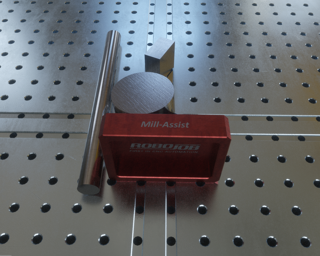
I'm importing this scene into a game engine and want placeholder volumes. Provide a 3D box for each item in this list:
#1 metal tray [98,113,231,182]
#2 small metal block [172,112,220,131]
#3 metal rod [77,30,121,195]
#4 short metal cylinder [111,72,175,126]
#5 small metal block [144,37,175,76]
[{"bbox_3d":[0.005,0.025,0.344,0.131,0.090,0.030,1,51,1],"label":"metal tray"},{"bbox_3d":[0.041,0.001,0.380,0.050,0.025,0.050,14,4,-14],"label":"small metal block"},{"bbox_3d":[-0.080,-0.045,0.444,0.025,0.025,0.300,0,50,0],"label":"metal rod"},{"bbox_3d":[-0.020,-0.030,0.412,0.080,0.050,0.080,-2,48,3],"label":"short metal cylinder"},{"bbox_3d":[0.000,-0.103,0.478,0.025,0.050,0.050,21,53,17],"label":"small metal block"}]
